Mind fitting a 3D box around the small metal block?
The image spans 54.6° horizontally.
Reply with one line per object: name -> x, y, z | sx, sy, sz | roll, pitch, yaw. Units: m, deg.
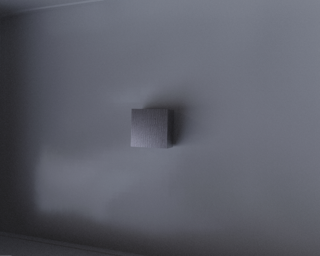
small metal block -> -0.010, 0.000, 0.410 | 0.050, 0.025, 0.050 | 2, 91, 20
